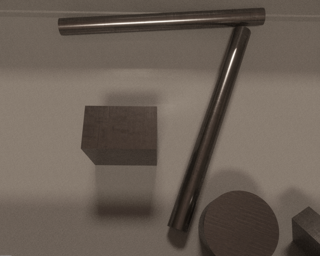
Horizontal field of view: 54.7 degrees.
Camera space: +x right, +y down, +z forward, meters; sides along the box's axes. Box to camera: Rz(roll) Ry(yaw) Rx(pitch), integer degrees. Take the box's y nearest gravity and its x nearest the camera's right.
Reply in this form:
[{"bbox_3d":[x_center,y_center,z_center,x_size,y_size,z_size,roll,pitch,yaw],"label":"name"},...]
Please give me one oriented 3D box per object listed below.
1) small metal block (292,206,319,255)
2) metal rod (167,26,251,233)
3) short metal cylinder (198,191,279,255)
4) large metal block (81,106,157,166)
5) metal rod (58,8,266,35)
[{"bbox_3d":[0.175,0.124,0.343,0.025,0.050,0.050,-30,39,-11],"label":"small metal block"},{"bbox_3d":[0.072,-0.012,0.414,0.025,0.025,0.300,19,71,6],"label":"metal rod"},{"bbox_3d":[0.087,0.116,0.355,0.081,0.050,0.080,0,70,0],"label":"short metal cylinder"},{"bbox_3d":[-0.044,0.012,0.375,0.081,0.080,0.050,1,70,0],"label":"large metal block"},{"bbox_3d":[0.002,-0.159,0.462,0.302,0.025,0.025,-3,70,0],"label":"metal rod"}]
